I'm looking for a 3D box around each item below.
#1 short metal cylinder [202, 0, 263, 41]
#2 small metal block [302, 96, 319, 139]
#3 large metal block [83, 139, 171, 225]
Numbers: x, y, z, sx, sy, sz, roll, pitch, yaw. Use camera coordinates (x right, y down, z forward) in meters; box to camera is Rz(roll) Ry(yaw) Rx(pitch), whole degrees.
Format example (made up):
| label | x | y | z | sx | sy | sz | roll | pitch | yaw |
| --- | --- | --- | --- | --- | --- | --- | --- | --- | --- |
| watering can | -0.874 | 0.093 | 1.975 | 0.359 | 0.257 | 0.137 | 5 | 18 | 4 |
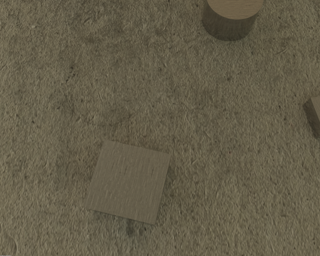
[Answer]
| label | x | y | z | sx | sy | sz | roll | pitch | yaw |
| --- | --- | --- | --- | --- | --- | --- | --- | --- | --- |
| short metal cylinder | 0.106 | -0.178 | 0.461 | 0.081 | 0.050 | 0.080 | 0 | 70 | 0 |
| small metal block | 0.229 | -0.017 | 0.416 | 0.050 | 0.025 | 0.050 | -10 | 70 | -4 |
| large metal block | -0.035 | 0.067 | 0.370 | 0.080 | 0.050 | 0.080 | 13 | 70 | 4 |
